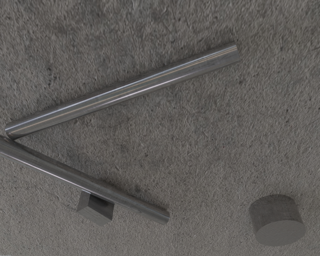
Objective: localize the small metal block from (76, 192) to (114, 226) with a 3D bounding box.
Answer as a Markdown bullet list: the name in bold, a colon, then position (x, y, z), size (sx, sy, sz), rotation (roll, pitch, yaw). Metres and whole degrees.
- **small metal block**: position (-0.100, 0.119, 0.491), size (0.025, 0.050, 0.050), rotation (-32, 123, 24)

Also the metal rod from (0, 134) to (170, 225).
- **metal rod**: position (-0.102, 0.087, 0.466), size (0.301, 0.025, 0.025), rotation (32, 123, -30)

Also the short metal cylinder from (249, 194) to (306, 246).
- **short metal cylinder**: position (0.198, 0.158, 0.527), size (0.081, 0.050, 0.079), rotation (0, 130, 0)

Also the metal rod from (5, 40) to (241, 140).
- **metal rod**: position (-0.055, -0.040, 0.372), size (0.301, 0.025, 0.025), rotation (-18, 128, 14)
